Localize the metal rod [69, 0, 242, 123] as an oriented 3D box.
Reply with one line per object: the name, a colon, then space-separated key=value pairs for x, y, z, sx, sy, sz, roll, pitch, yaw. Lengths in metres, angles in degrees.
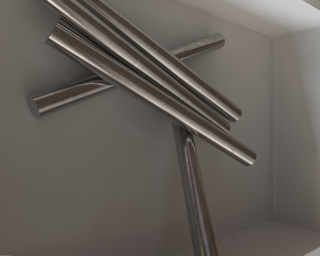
metal rod: x=-0.002 y=-0.087 z=0.371 sx=0.301 sy=0.025 sz=0.025 roll=32 pitch=70 yaw=-31

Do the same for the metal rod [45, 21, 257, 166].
metal rod: x=0.011 y=-0.025 z=0.368 sx=0.301 sy=0.025 sz=0.025 roll=30 pitch=71 yaw=-28

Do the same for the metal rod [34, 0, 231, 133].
metal rod: x=-0.014 y=-0.066 z=0.359 sx=0.301 sy=0.025 sz=0.025 roll=33 pitch=70 yaw=-34

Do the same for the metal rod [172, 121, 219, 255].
metal rod: x=0.043 y=0.096 z=0.350 sx=0.025 sy=0.025 sz=0.299 roll=22 pitch=47 yaw=-38

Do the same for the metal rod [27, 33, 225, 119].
metal rod: x=-0.017 y=-0.078 z=0.392 sx=0.302 sy=0.025 sz=0.025 roll=-28 pitch=108 yaw=-36
